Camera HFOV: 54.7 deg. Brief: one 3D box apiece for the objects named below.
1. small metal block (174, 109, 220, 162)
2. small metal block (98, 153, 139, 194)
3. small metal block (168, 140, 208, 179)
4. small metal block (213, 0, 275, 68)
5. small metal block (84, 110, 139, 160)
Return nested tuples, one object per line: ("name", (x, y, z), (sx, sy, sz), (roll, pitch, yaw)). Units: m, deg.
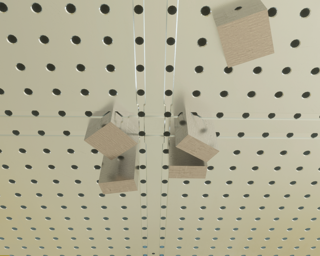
("small metal block", (0.047, 0.010, 0.405), (0.050, 0.050, 0.025), (28, 125, -22))
("small metal block", (-0.058, 0.066, 0.451), (0.050, 0.050, 0.025), (-7, 130, 5))
("small metal block", (0.037, 0.043, 0.433), (0.050, 0.050, 0.025), (1, 130, -2))
("small metal block", (0.089, -0.099, 0.329), (0.050, 0.025, 0.050), (-17, 129, 13))
("small metal block", (-0.065, 0.011, 0.420), (0.050, 0.025, 0.050), (-33, 123, 24))
